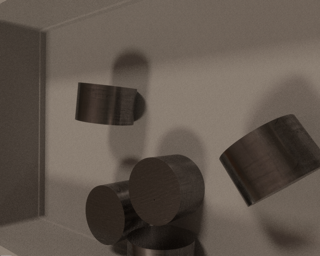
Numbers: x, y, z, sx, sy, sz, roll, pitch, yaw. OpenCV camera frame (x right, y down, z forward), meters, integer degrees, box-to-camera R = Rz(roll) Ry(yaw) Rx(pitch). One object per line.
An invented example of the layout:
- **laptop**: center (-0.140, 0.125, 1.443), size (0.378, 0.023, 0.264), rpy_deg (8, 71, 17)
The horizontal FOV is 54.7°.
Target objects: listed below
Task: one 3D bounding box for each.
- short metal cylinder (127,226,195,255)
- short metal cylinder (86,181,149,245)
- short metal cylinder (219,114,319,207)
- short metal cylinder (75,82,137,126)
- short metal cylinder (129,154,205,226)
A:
- **short metal cylinder**: center (0.001, 0.154, 0.368), size (0.080, 0.081, 0.050), rpy_deg (1, 91, 39)
- **short metal cylinder**: center (-0.060, 0.117, 0.437), size (0.080, 0.050, 0.079), rpy_deg (0, 90, 39)
- **short metal cylinder**: center (0.103, 0.031, 0.285), size (0.080, 0.081, 0.050), rpy_deg (-42, 65, 32)
- **short metal cylinder**: center (-0.074, -0.034, 0.430), size (0.080, 0.081, 0.050), rpy_deg (11, 97, 39)
- **short metal cylinder**: center (0.008, 0.074, 0.383), size (0.080, 0.050, 0.079), rpy_deg (0, 90, 39)
